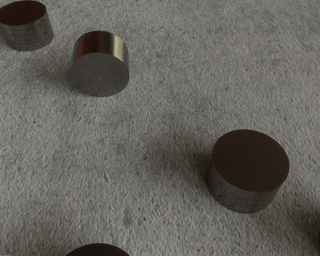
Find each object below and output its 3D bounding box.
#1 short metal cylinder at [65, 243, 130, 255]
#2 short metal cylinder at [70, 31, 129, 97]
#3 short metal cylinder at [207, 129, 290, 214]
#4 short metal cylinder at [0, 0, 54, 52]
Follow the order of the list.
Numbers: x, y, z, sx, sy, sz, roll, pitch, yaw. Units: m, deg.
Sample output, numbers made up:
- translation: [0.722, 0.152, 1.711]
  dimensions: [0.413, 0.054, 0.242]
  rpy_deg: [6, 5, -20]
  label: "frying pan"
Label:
- translation: [-0.053, 0.147, 0.263]
  dimensions: [0.080, 0.050, 0.080]
  rpy_deg: [0, 50, 0]
  label: "short metal cylinder"
- translation: [-0.085, -0.090, 0.443]
  dimensions: [0.081, 0.080, 0.050]
  rpy_deg: [-4, 50, -3]
  label: "short metal cylinder"
- translation: [0.096, 0.048, 0.347]
  dimensions: [0.080, 0.050, 0.080]
  rpy_deg: [0, 50, 0]
  label: "short metal cylinder"
- translation: [-0.230, -0.177, 0.534]
  dimensions: [0.080, 0.050, 0.080]
  rpy_deg: [0, 50, 0]
  label: "short metal cylinder"
